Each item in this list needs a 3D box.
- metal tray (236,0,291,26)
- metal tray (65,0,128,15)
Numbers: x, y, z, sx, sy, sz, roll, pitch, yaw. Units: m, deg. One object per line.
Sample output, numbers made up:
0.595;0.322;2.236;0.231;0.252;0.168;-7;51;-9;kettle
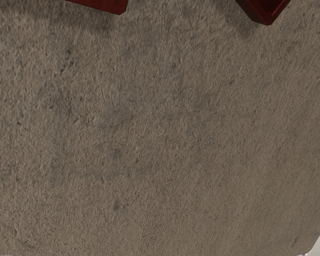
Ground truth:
0.138;-0.199;0.357;0.090;0.030;0.130;31;101;-38;metal tray
-0.083;-0.158;0.261;0.131;0.030;0.089;5;116;-31;metal tray
